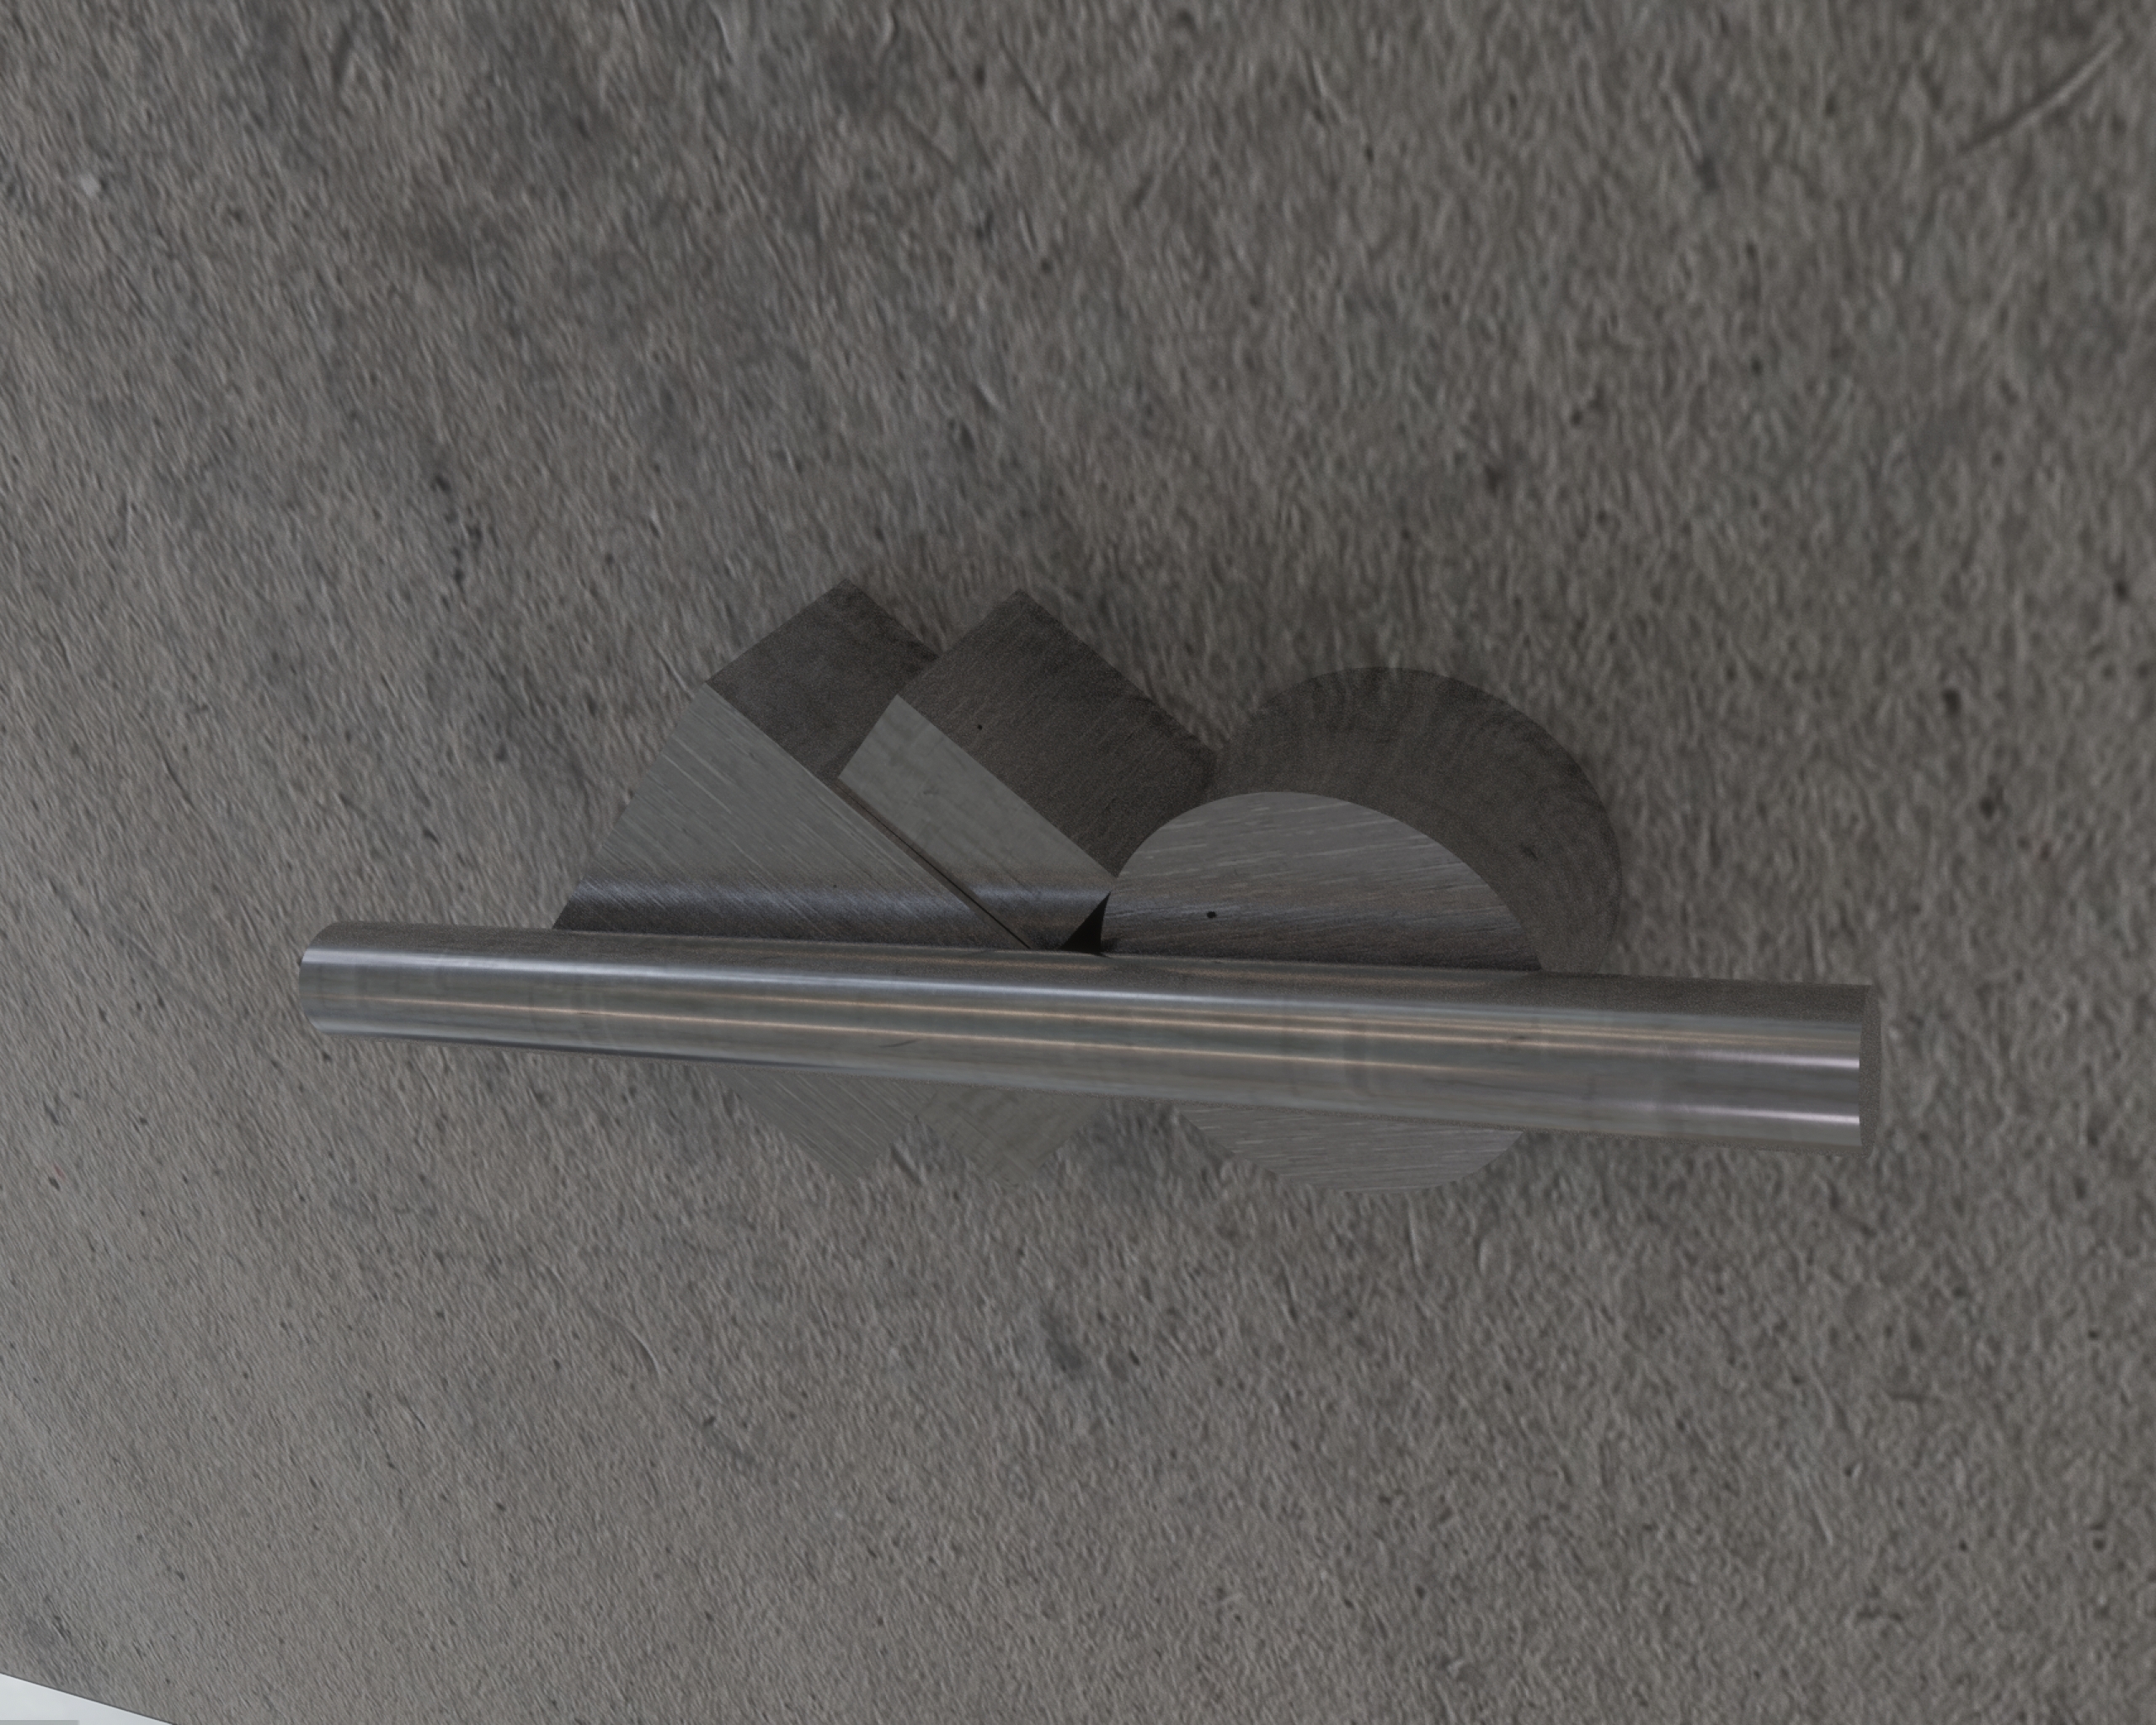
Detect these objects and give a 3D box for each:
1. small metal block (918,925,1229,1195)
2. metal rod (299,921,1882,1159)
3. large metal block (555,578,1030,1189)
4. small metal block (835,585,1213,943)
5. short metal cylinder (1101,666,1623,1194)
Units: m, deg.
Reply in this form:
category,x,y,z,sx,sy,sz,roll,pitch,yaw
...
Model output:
category,x,y,z,sx,sy,sz,roll,pitch,yaw
small metal block,0.000,0.030,0.412,0.025,0.050,0.050,41,129,0
metal rod,-0.020,0.027,0.368,0.300,0.025,0.025,1,119,27
large metal block,-0.046,0.005,0.418,0.080,0.050,0.080,41,129,0
small metal block,-0.008,-0.018,0.386,0.050,0.050,0.025,40,129,0
short metal cylinder,0.051,0.012,0.371,0.080,0.050,0.079,13,124,21
